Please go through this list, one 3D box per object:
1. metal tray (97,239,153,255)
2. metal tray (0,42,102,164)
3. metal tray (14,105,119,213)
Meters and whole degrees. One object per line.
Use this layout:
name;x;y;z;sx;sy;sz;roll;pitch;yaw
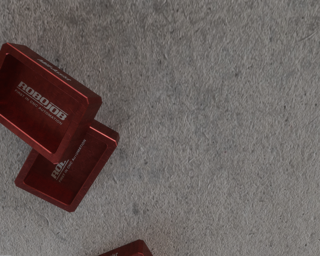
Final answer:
metal tray;-0.067;0.241;0.495;0.130;0.030;0.090;-24;109;8
metal tray;-0.143;-0.030;0.367;0.130;0.030;0.090;34;106;12
metal tray;-0.126;0.043;0.421;0.090;0.030;0.129;31;107;-11
